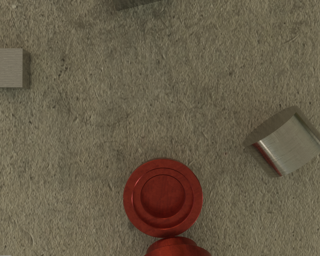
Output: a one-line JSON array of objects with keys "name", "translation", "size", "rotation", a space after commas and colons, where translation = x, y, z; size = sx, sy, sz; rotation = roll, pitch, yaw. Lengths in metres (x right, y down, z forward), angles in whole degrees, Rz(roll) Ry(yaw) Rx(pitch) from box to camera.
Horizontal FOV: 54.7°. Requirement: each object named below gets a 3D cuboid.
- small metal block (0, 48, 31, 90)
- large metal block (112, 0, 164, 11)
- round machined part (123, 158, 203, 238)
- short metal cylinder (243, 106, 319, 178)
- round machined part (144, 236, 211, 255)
[{"name": "small metal block", "translation": [-0.201, -0.077, 0.407], "size": [0.050, 0.025, 0.050], "rotation": [0, 90, -1]}, {"name": "large metal block", "translation": [-0.030, -0.207, 0.397], "size": [0.080, 0.050, 0.080], "rotation": [-14, 90, -1]}, {"name": "round machined part", "translation": [0.004, 0.087, 0.402], "size": [0.099, 0.042, 0.097], "rotation": [0, 90, -1]}, {"name": "short metal cylinder", "translation": [0.152, 0.016, 0.385], "size": [0.080, 0.080, 0.050], "rotation": [-39, 91, 0]}, {"name": "round machined part", "translation": [0.018, 0.173, 0.387], "size": [0.099, 0.042, 0.097], "rotation": [-4, 126, -5]}]
